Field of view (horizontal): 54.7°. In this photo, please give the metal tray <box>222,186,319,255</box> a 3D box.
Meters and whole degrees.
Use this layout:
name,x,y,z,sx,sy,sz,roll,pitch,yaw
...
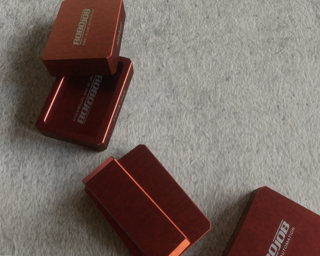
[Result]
name,x,y,z,sx,sy,sz,roll,pitch,yaw
metal tray,0.127,0.145,0.354,0.090,0.030,0.130,29,72,10

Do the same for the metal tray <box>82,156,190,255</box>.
name,x,y,z,sx,sy,sz,roll,pitch,yaw
metal tray,-0.019,0.082,0.290,0.030,0.130,0.090,-41,76,-13

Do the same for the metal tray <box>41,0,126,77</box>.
name,x,y,z,sx,sy,sz,roll,pitch,yaw
metal tray,-0.101,-0.129,0.430,0.091,0.030,0.130,-1,55,5

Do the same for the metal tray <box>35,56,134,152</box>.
name,x,y,z,sx,sy,sz,roll,pitch,yaw
metal tray,-0.098,-0.042,0.419,0.090,0.030,0.130,15,70,5

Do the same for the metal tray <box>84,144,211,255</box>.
name,x,y,z,sx,sy,sz,roll,pitch,yaw
metal tray,-0.015,0.095,0.370,0.090,0.030,0.130,-38,75,-13
